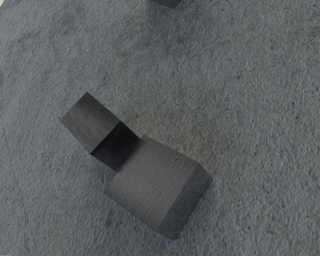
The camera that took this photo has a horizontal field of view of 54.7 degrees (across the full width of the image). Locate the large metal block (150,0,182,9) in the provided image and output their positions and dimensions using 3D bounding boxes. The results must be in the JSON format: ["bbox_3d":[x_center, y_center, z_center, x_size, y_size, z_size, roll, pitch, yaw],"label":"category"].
[{"bbox_3d":[0.015,-0.265,0.543,0.080,0.050,0.080,-47,51,-5],"label":"large metal block"}]

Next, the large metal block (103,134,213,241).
[{"bbox_3d":[-0.001,0.065,0.349,0.080,0.050,0.080,25,75,37],"label":"large metal block"}]

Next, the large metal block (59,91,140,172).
[{"bbox_3d":[-0.068,0.010,0.399,0.050,0.080,0.080,-48,51,-5],"label":"large metal block"}]
